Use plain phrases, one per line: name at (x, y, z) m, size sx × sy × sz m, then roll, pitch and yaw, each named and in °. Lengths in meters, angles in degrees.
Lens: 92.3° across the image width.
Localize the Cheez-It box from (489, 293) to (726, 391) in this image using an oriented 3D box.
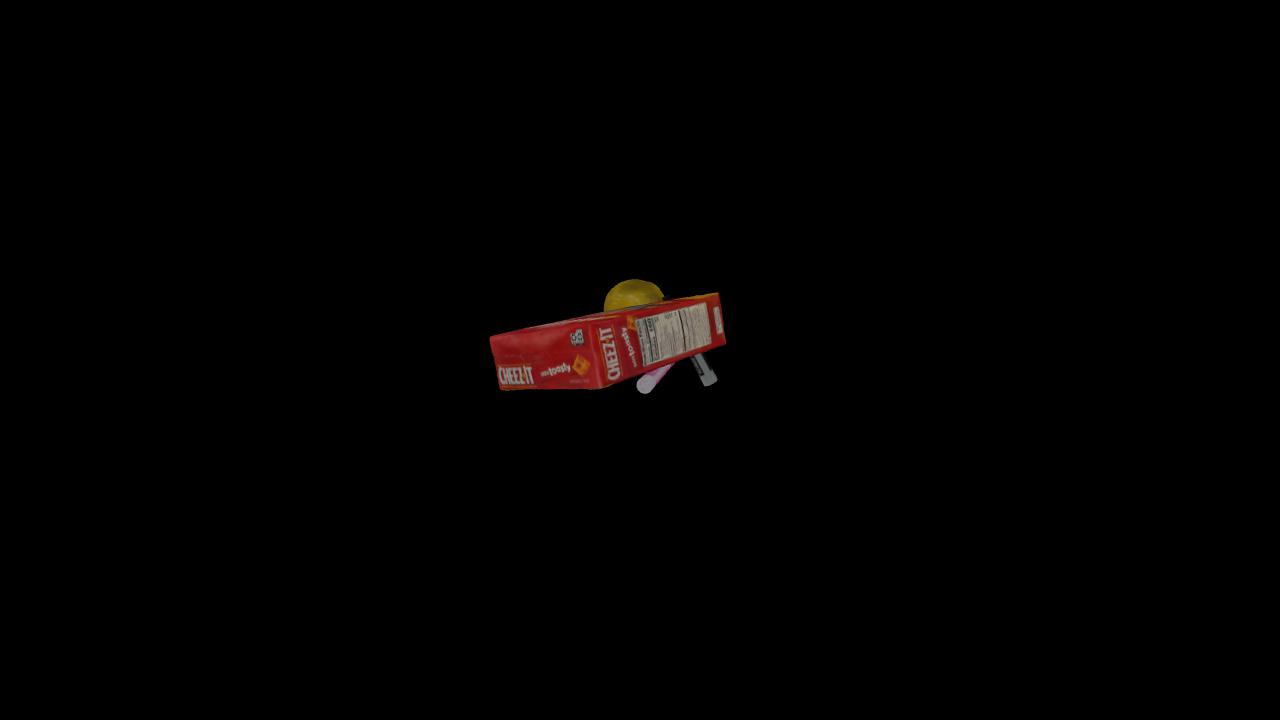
Cheez-It box at (-0.031, -0.021, 0.703) m, size 0.166 × 0.071 × 0.223 m, roll -5°, pitch 8°, yaw 42°

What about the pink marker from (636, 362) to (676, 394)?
pink marker at (0.022, 0.013, 0.741) m, size 0.020 × 0.020 × 0.121 m, roll 0°, pitch 15°, yaw 17°

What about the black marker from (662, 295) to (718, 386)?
black marker at (0.059, -0.024, 0.743) m, size 0.020 × 0.121 × 0.020 m, roll -28°, pitch 11°, yaw 6°

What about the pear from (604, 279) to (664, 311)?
pear at (-0.004, -0.042, 0.769) m, size 0.080 × 0.111 × 0.080 m, roll -5°, pitch 30°, yaw 3°
